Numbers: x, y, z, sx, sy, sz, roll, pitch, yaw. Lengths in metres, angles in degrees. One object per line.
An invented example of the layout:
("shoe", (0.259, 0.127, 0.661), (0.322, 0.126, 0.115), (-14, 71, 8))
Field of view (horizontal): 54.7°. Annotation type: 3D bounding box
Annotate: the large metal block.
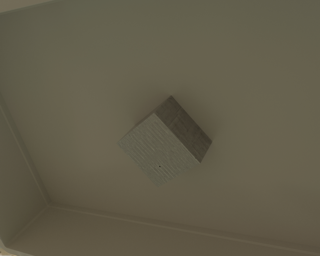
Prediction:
("large metal block", (0.006, 0.019, 0.400), (0.080, 0.050, 0.080), (48, 129, -6))
